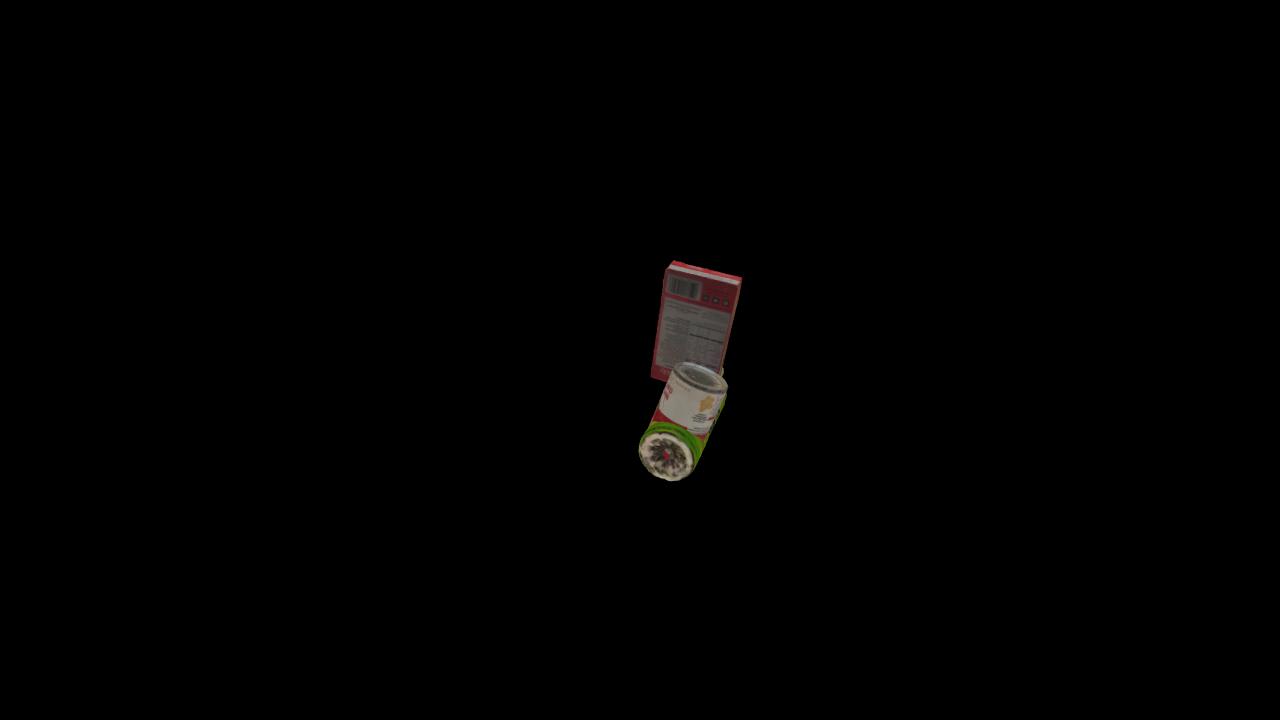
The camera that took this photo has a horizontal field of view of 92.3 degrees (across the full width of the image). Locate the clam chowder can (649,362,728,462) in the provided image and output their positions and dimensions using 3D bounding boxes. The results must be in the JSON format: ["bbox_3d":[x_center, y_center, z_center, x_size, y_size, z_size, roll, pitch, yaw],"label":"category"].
[{"bbox_3d":[0.052,0.061,0.704,0.068,0.102,0.068,19,20,-7],"label":"clam chowder can"}]

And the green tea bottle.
[{"bbox_3d":[0.063,0.061,0.764,0.073,0.073,0.212,0,27,21],"label":"green tea bottle"}]

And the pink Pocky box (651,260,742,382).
[{"bbox_3d":[0.063,-0.035,0.722,0.084,0.155,0.029,16,36,13],"label":"pink Pocky box"}]
